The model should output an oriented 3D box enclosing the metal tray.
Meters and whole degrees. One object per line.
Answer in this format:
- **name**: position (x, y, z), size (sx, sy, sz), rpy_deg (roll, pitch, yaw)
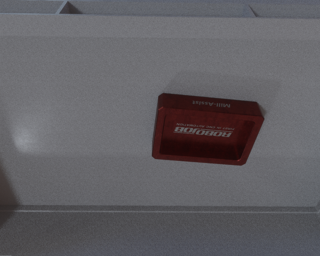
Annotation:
- **metal tray**: position (0.058, 0.005, 0.409), size (0.131, 0.030, 0.089), rpy_deg (5, 130, -5)
